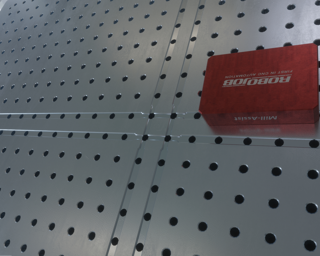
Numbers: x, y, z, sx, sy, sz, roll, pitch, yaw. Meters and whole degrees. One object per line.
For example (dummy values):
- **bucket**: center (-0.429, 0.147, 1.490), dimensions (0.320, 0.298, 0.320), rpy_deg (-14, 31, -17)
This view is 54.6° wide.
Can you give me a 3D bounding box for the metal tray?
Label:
- **metal tray**: center (0.119, -0.051, 0.374), dimensions (0.130, 0.030, 0.090), rpy_deg (-1, 61, 27)
